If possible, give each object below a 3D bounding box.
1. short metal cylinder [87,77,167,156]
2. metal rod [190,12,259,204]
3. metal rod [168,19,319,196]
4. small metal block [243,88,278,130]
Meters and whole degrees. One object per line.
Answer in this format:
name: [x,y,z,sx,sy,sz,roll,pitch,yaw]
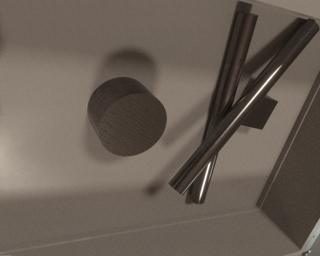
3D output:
short metal cylinder: [-0.039,-0.014,0.364,0.081,0.050,0.079,-14,124,-21]
metal rod: [0.086,-0.011,0.450,0.025,0.025,0.298,-5,121,-27]
metal rod: [0.118,-0.031,0.426,0.300,0.025,0.025,-49,130,-5]
small metal block: [0.144,-0.028,0.472,0.050,0.025,0.050,11,113,-33]
